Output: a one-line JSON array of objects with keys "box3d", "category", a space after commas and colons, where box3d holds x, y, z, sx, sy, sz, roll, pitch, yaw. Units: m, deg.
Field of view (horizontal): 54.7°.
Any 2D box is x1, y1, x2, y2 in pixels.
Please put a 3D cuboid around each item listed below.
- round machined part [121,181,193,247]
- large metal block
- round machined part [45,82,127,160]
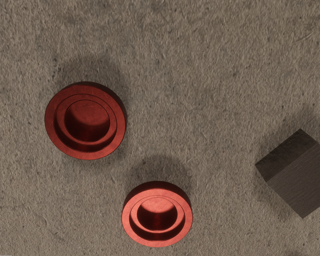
[{"box3d": [-0.004, 0.118, 0.444, 0.099, 0.042, 0.097, 0, 110, -1], "category": "round machined part"}, {"box3d": [0.193, 0.062, 0.422, 0.080, 0.050, 0.080, -43, 105, 14], "category": "large metal block"}, {"box3d": [-0.091, -0.012, 0.395, 0.099, 0.042, 0.097, 0, 110, -1], "category": "round machined part"}]
